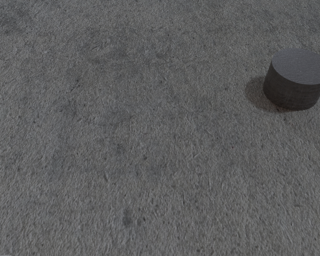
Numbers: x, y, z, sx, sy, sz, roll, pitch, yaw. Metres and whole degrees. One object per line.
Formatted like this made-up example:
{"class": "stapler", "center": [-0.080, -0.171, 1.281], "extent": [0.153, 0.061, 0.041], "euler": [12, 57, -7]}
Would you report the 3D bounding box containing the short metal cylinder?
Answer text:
{"class": "short metal cylinder", "center": [0.196, -0.071, 0.448], "extent": [0.080, 0.050, 0.080], "euler": [0, 50, 0]}
